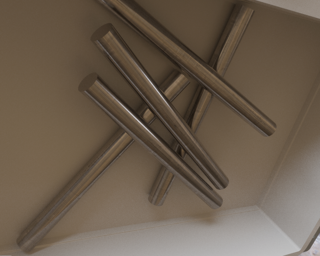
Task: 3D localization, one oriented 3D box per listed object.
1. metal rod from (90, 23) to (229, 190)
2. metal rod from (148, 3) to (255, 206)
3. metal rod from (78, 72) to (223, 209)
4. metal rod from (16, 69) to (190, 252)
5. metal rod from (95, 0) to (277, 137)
[{"bbox_3d":[0.020,-0.002,0.385,0.025,0.025,0.300,-41,130,0],"label":"metal rod"},{"bbox_3d":[0.049,-0.017,0.426,0.025,0.025,0.298,10,113,-33],"label":"metal rod"},{"bbox_3d":[0.009,0.037,0.404,0.025,0.025,0.300,-43,130,1],"label":"metal rod"},{"bbox_3d":[-0.074,0.044,0.396,0.300,0.025,0.025,-47,130,4],"label":"metal rod"},{"bbox_3d":[0.046,-0.068,0.367,0.301,0.025,0.025,32,100,-31],"label":"metal rod"}]
